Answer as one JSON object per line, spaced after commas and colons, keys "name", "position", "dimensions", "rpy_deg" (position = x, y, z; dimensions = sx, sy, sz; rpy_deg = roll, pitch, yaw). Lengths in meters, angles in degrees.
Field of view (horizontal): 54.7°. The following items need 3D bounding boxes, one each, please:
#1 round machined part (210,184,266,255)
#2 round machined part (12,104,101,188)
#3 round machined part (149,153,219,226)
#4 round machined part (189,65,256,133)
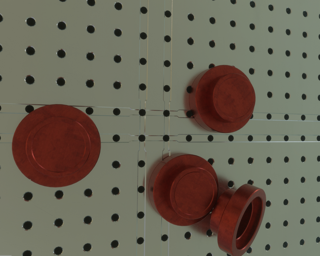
{"name": "round machined part", "position": [0.105, 0.123, 0.429], "dimensions": [0.099, 0.042, 0.097], "rpy_deg": [-23, 121, -44]}
{"name": "round machined part", "position": [-0.118, 0.021, 0.360], "dimensions": [0.099, 0.042, 0.097], "rpy_deg": [0, 90, -21]}
{"name": "round machined part", "position": [0.038, 0.084, 0.419], "dimensions": [0.099, 0.042, 0.097], "rpy_deg": [0, 90, -21]}
{"name": "round machined part", "position": [0.095, -0.041, 0.440], "dimensions": [0.099, 0.042, 0.097], "rpy_deg": [0, 90, -21]}
